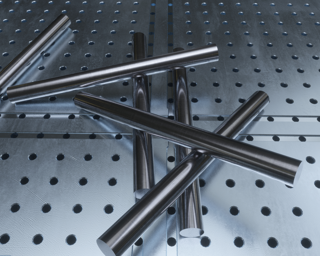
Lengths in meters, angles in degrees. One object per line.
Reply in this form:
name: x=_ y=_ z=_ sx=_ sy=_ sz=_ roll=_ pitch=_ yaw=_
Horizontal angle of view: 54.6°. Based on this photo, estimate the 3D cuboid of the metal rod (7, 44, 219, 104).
metal rod: x=-0.067 y=-0.078 z=0.445 sx=0.301 sy=0.025 sz=0.025 roll=-12 pitch=51 yaw=1

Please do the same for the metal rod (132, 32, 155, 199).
metal rod: x=-0.027 y=-0.041 z=0.441 sx=0.025 sy=0.025 sz=0.300 roll=-3 pitch=50 yaw=-2

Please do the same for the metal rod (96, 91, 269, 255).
metal rod: x=0.050 y=0.031 z=0.353 sx=0.025 sy=0.025 sz=0.302 roll=32 pitch=48 yaw=24

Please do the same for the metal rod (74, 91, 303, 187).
metal rod: x=0.005 y=0.000 z=0.359 sx=0.300 sy=0.025 sz=0.025 roll=19 pitch=51 yaw=34

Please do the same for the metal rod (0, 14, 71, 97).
metal rod: x=-0.226 y=-0.091 z=0.483 sx=0.025 sy=0.025 sz=0.301 roll=15 pitch=52 yaw=12

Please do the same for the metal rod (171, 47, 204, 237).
metal rod: x=0.032 y=-0.008 z=0.414 sx=0.025 sy=0.025 sz=0.300 roll=0 pitch=50 yaw=0
